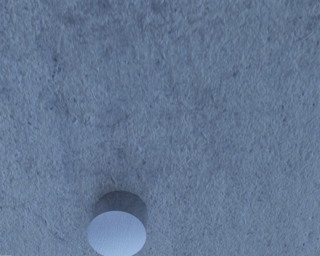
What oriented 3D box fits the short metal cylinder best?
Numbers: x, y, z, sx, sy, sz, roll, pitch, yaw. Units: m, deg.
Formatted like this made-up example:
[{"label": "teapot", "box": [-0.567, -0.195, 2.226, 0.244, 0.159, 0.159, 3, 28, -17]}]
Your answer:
[{"label": "short metal cylinder", "box": [-0.059, 0.138, 0.447, 0.081, 0.050, 0.079, 0, 110, -1]}]
